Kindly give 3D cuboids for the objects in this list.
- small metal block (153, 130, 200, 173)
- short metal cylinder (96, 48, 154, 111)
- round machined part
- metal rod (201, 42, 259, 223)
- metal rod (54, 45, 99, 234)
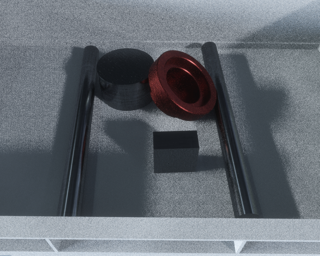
[{"bbox_3d":[0.018,0.029,0.365,0.050,0.050,0.025,-2,50,-2],"label":"small metal block"},{"bbox_3d":[-0.047,-0.071,0.448,0.081,0.050,0.080,0,50,0],"label":"short metal cylinder"},{"bbox_3d":[0.026,-0.053,0.419,0.099,0.042,0.098,19,55,-28],"label":"round machined part"},{"bbox_3d":[0.087,-0.019,0.422,0.025,0.025,0.300,-1,50,-2],"label":"metal rod"},{"bbox_3d":[-0.104,-0.011,0.412,0.025,0.025,0.300,-2,50,-2],"label":"metal rod"}]
